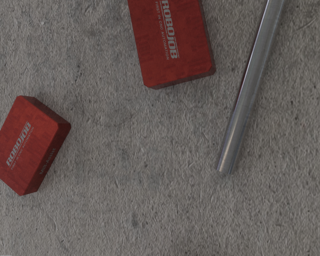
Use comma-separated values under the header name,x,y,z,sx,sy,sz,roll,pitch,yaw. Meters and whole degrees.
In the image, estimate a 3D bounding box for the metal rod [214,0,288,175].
name,x,y,z,sx,sy,sz,roll,pitch,yaw
metal rod,0.119,-0.090,0.366,0.025,0.025,0.298,18,96,19

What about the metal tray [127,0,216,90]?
name,x,y,z,sx,sy,sz,roll,pitch,yaw
metal tray,0.014,-0.123,0.401,0.090,0.030,0.129,-12,86,19

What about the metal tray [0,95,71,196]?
name,x,y,z,sx,sy,sz,roll,pitch,yaw
metal tray,-0.206,0.027,0.479,0.090,0.030,0.129,34,101,16
